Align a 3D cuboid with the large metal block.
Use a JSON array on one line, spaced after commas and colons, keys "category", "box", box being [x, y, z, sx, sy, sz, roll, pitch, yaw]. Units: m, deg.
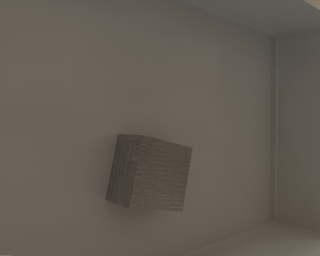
[{"category": "large metal block", "box": [-0.012, 0.055, 0.380, 0.080, 0.050, 0.080, 16, 80, -39]}]
